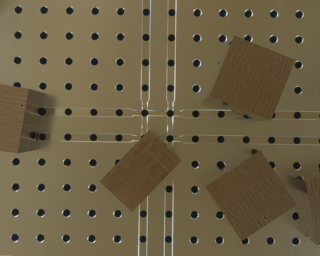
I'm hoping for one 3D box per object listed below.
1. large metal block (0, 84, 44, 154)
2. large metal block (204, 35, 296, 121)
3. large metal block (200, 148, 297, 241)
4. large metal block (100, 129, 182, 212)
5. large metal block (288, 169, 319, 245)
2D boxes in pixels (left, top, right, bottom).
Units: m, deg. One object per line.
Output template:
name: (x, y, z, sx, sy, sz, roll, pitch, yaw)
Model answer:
large metal block: (-0.205, -0.015, 0.400, 0.080, 0.050, 0.080, 9, 90, 0)
large metal block: (0.113, -0.061, 0.402, 0.080, 0.050, 0.080, 22, 90, 0)
large metal block: (0.111, 0.082, 0.402, 0.080, 0.050, 0.080, -33, 90, 0)
large metal block: (-0.021, 0.048, 0.386, 0.050, 0.080, 0.080, 44, 90, 0)
large metal block: (0.224, 0.096, 0.402, 0.080, 0.050, 0.080, -11, 90, 0)
